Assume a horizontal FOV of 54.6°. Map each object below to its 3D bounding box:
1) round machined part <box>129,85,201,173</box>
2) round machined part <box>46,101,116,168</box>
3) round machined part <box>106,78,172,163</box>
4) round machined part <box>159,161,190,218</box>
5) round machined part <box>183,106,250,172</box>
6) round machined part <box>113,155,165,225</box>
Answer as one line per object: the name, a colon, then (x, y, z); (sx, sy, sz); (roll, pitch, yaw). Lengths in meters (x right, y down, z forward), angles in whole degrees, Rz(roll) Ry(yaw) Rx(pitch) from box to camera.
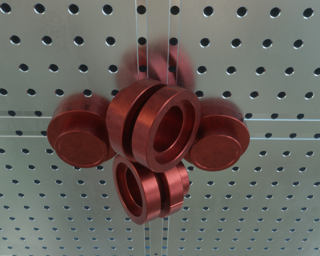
round machined part: (0.002, -0.002, 0.353); (0.042, 0.099, 0.098); (25, 140, 33)
round machined part: (-0.101, 0.016, 0.412); (0.099, 0.042, 0.097); (0, 130, 0)
round machined part: (-0.025, -0.012, 0.368); (0.042, 0.099, 0.098); (25, 140, 33)
round machined part: (0.005, 0.072, 0.437); (0.042, 0.098, 0.097); (-15, 137, -30)
round machined part: (0.072, 0.021, 0.419); (0.099, 0.042, 0.097); (0, 130, 0)
round machined part: (-0.025, 0.077, 0.423); (0.042, 0.098, 0.097); (-16, 137, -30)
